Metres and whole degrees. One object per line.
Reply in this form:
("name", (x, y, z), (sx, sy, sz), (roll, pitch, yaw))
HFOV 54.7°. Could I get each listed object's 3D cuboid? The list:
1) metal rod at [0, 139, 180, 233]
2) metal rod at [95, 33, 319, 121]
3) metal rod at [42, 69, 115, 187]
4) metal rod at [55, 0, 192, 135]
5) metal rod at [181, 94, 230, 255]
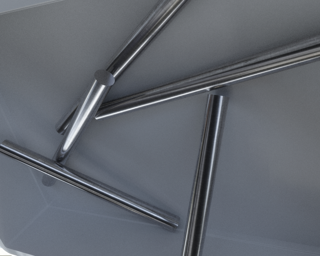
("metal rod", (-0.111, 0.091, 0.490), (0.301, 0.025, 0.025), (24, 128, 0))
("metal rod", (0.037, -0.050, 0.357), (0.300, 0.025, 0.025), (-13, 112, 33))
("metal rod", (-0.136, 0.019, 0.470), (0.025, 0.025, 0.298), (41, 135, -1))
("metal rod", (-0.060, -0.072, 0.394), (0.025, 0.025, 0.299), (47, 129, -6))
("metal rod", (0.044, 0.110, 0.365), (0.025, 0.025, 0.298), (11, 95, 22))
